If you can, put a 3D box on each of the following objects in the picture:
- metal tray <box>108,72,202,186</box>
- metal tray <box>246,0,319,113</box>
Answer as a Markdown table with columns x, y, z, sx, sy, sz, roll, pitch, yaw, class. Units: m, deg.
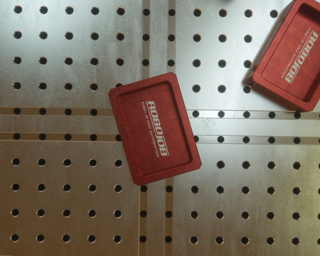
| x | y | z | sx | sy | sz | roll | pitch | yaw | class |
| --- | --- | --- | --- | --- | --- | --- | --- | --- | --- |
| -0.006 | 0.001 | 0.410 | 0.090 | 0.030 | 0.129 | -16 | 90 | 0 | metal tray |
| 0.187 | -0.096 | 0.411 | 0.090 | 0.030 | 0.130 | 30 | 90 | 0 | metal tray |
